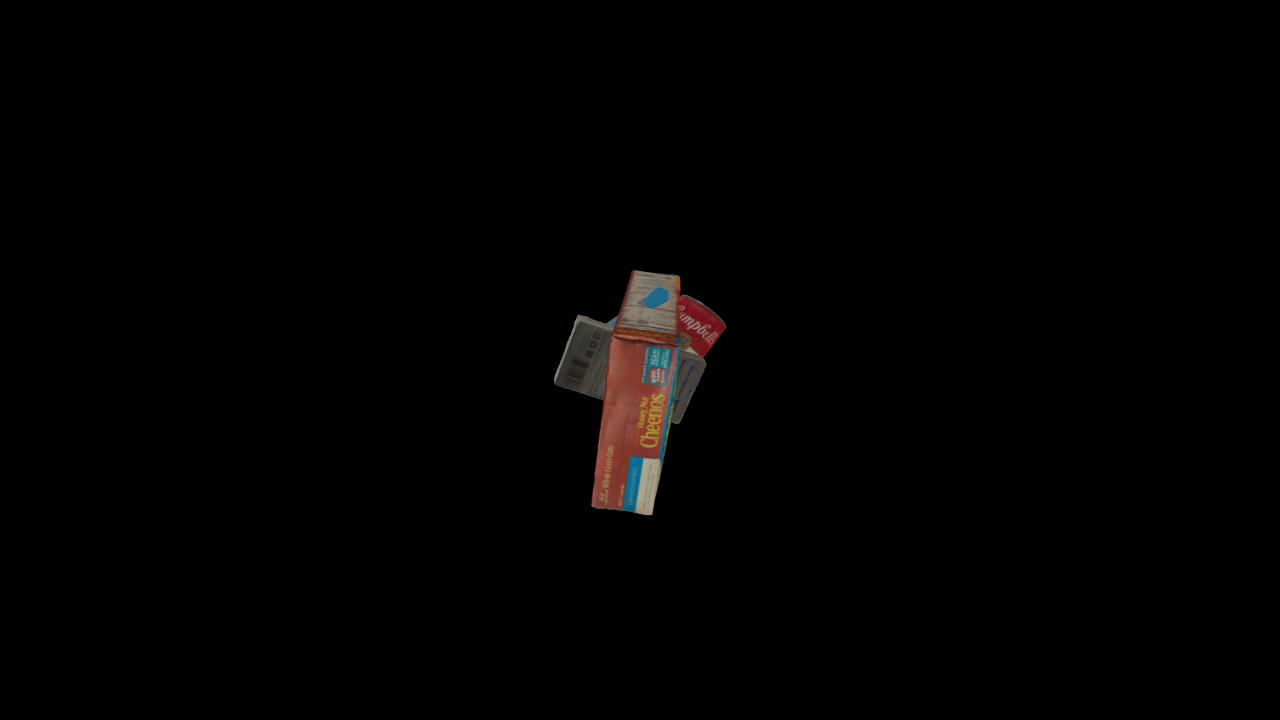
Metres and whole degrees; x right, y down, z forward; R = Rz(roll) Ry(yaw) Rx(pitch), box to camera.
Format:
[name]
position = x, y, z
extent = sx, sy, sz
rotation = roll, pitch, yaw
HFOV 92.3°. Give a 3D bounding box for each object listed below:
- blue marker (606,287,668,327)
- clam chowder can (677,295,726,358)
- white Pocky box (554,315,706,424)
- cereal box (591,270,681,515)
[blue marker]
position = -0.009, -0.054, 0.728
extent = 0.020, 0.020, 0.121
rotation = 0, -21, -42
[clam chowder can]
position = 0.047, -0.018, 0.738
extent = 0.068, 0.102, 0.068
rotation = 37, -5, 4
[white Pocky box]
position = -0.011, 0.012, 0.692
extent = 0.154, 0.084, 0.028
rotation = 19, 19, -14
[cereal box]
position = 0.003, 0.021, 0.768
extent = 0.081, 0.203, 0.306
rotation = 8, 21, 0
